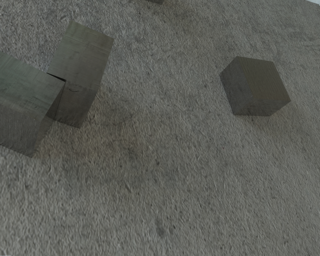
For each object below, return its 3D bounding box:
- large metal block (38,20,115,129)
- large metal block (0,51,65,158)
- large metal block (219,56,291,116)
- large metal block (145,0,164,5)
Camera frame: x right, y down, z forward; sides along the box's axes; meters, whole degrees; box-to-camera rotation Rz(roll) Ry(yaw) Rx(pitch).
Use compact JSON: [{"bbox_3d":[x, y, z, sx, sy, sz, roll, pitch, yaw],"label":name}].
[{"bbox_3d":[-0.096,-0.058,0.352,0.050,0.080,0.080,20,54,-17],"label":"large metal block"},{"bbox_3d":[-0.148,-0.023,0.303,0.080,0.080,0.050,26,53,-12],"label":"large metal block"},{"bbox_3d":[0.155,-0.067,0.512,0.081,0.050,0.080,1,61,-28],"label":"large metal block"},{"bbox_3d":[-0.020,-0.264,0.519,0.081,0.080,0.050,5,60,-26],"label":"large metal block"}]
